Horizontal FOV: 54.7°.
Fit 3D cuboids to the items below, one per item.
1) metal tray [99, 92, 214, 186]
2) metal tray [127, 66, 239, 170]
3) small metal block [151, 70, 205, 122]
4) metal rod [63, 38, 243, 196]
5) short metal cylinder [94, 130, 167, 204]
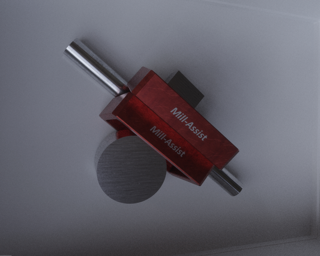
[{"bbox_3d":[-0.007,0.014,0.373,0.130,0.090,0.030,41,77,-16],"label":"metal tray"},{"bbox_3d":[0.023,-0.014,0.357,0.130,0.090,0.030,41,94,-16],"label":"metal tray"},{"bbox_3d":[0.023,-0.041,0.418,0.050,0.025,0.050,42,76,-16],"label":"small metal block"},{"bbox_3d":[0.002,-0.005,0.412,0.300,0.025,0.025,41,77,-16],"label":"metal rod"},{"bbox_3d":[-0.037,0.045,0.377,0.081,0.050,0.079,-2,98,-15],"label":"short metal cylinder"}]
